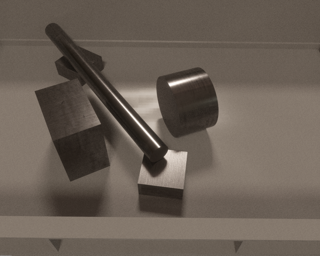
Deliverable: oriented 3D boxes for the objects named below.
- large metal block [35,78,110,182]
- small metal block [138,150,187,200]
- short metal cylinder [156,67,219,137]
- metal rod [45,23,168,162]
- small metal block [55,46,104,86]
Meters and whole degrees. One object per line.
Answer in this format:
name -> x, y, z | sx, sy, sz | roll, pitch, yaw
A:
large metal block -> -0.102, 0.002, 0.366 | 0.050, 0.080, 0.080 | -21, 54, -17
small metal block -> 0.004, 0.052, 0.361 | 0.050, 0.025, 0.050 | 6, 50, 5
short metal cylinder -> 0.033, -0.033, 0.398 | 0.050, 0.080, 0.080 | -16, 52, -14
metal rod -> -0.088, -0.065, 0.425 | 0.025, 0.025, 0.300 | -28, 56, -22
small metal block -> -0.126, -0.098, 0.486 | 0.050, 0.025, 0.050 | 27, 55, 20
